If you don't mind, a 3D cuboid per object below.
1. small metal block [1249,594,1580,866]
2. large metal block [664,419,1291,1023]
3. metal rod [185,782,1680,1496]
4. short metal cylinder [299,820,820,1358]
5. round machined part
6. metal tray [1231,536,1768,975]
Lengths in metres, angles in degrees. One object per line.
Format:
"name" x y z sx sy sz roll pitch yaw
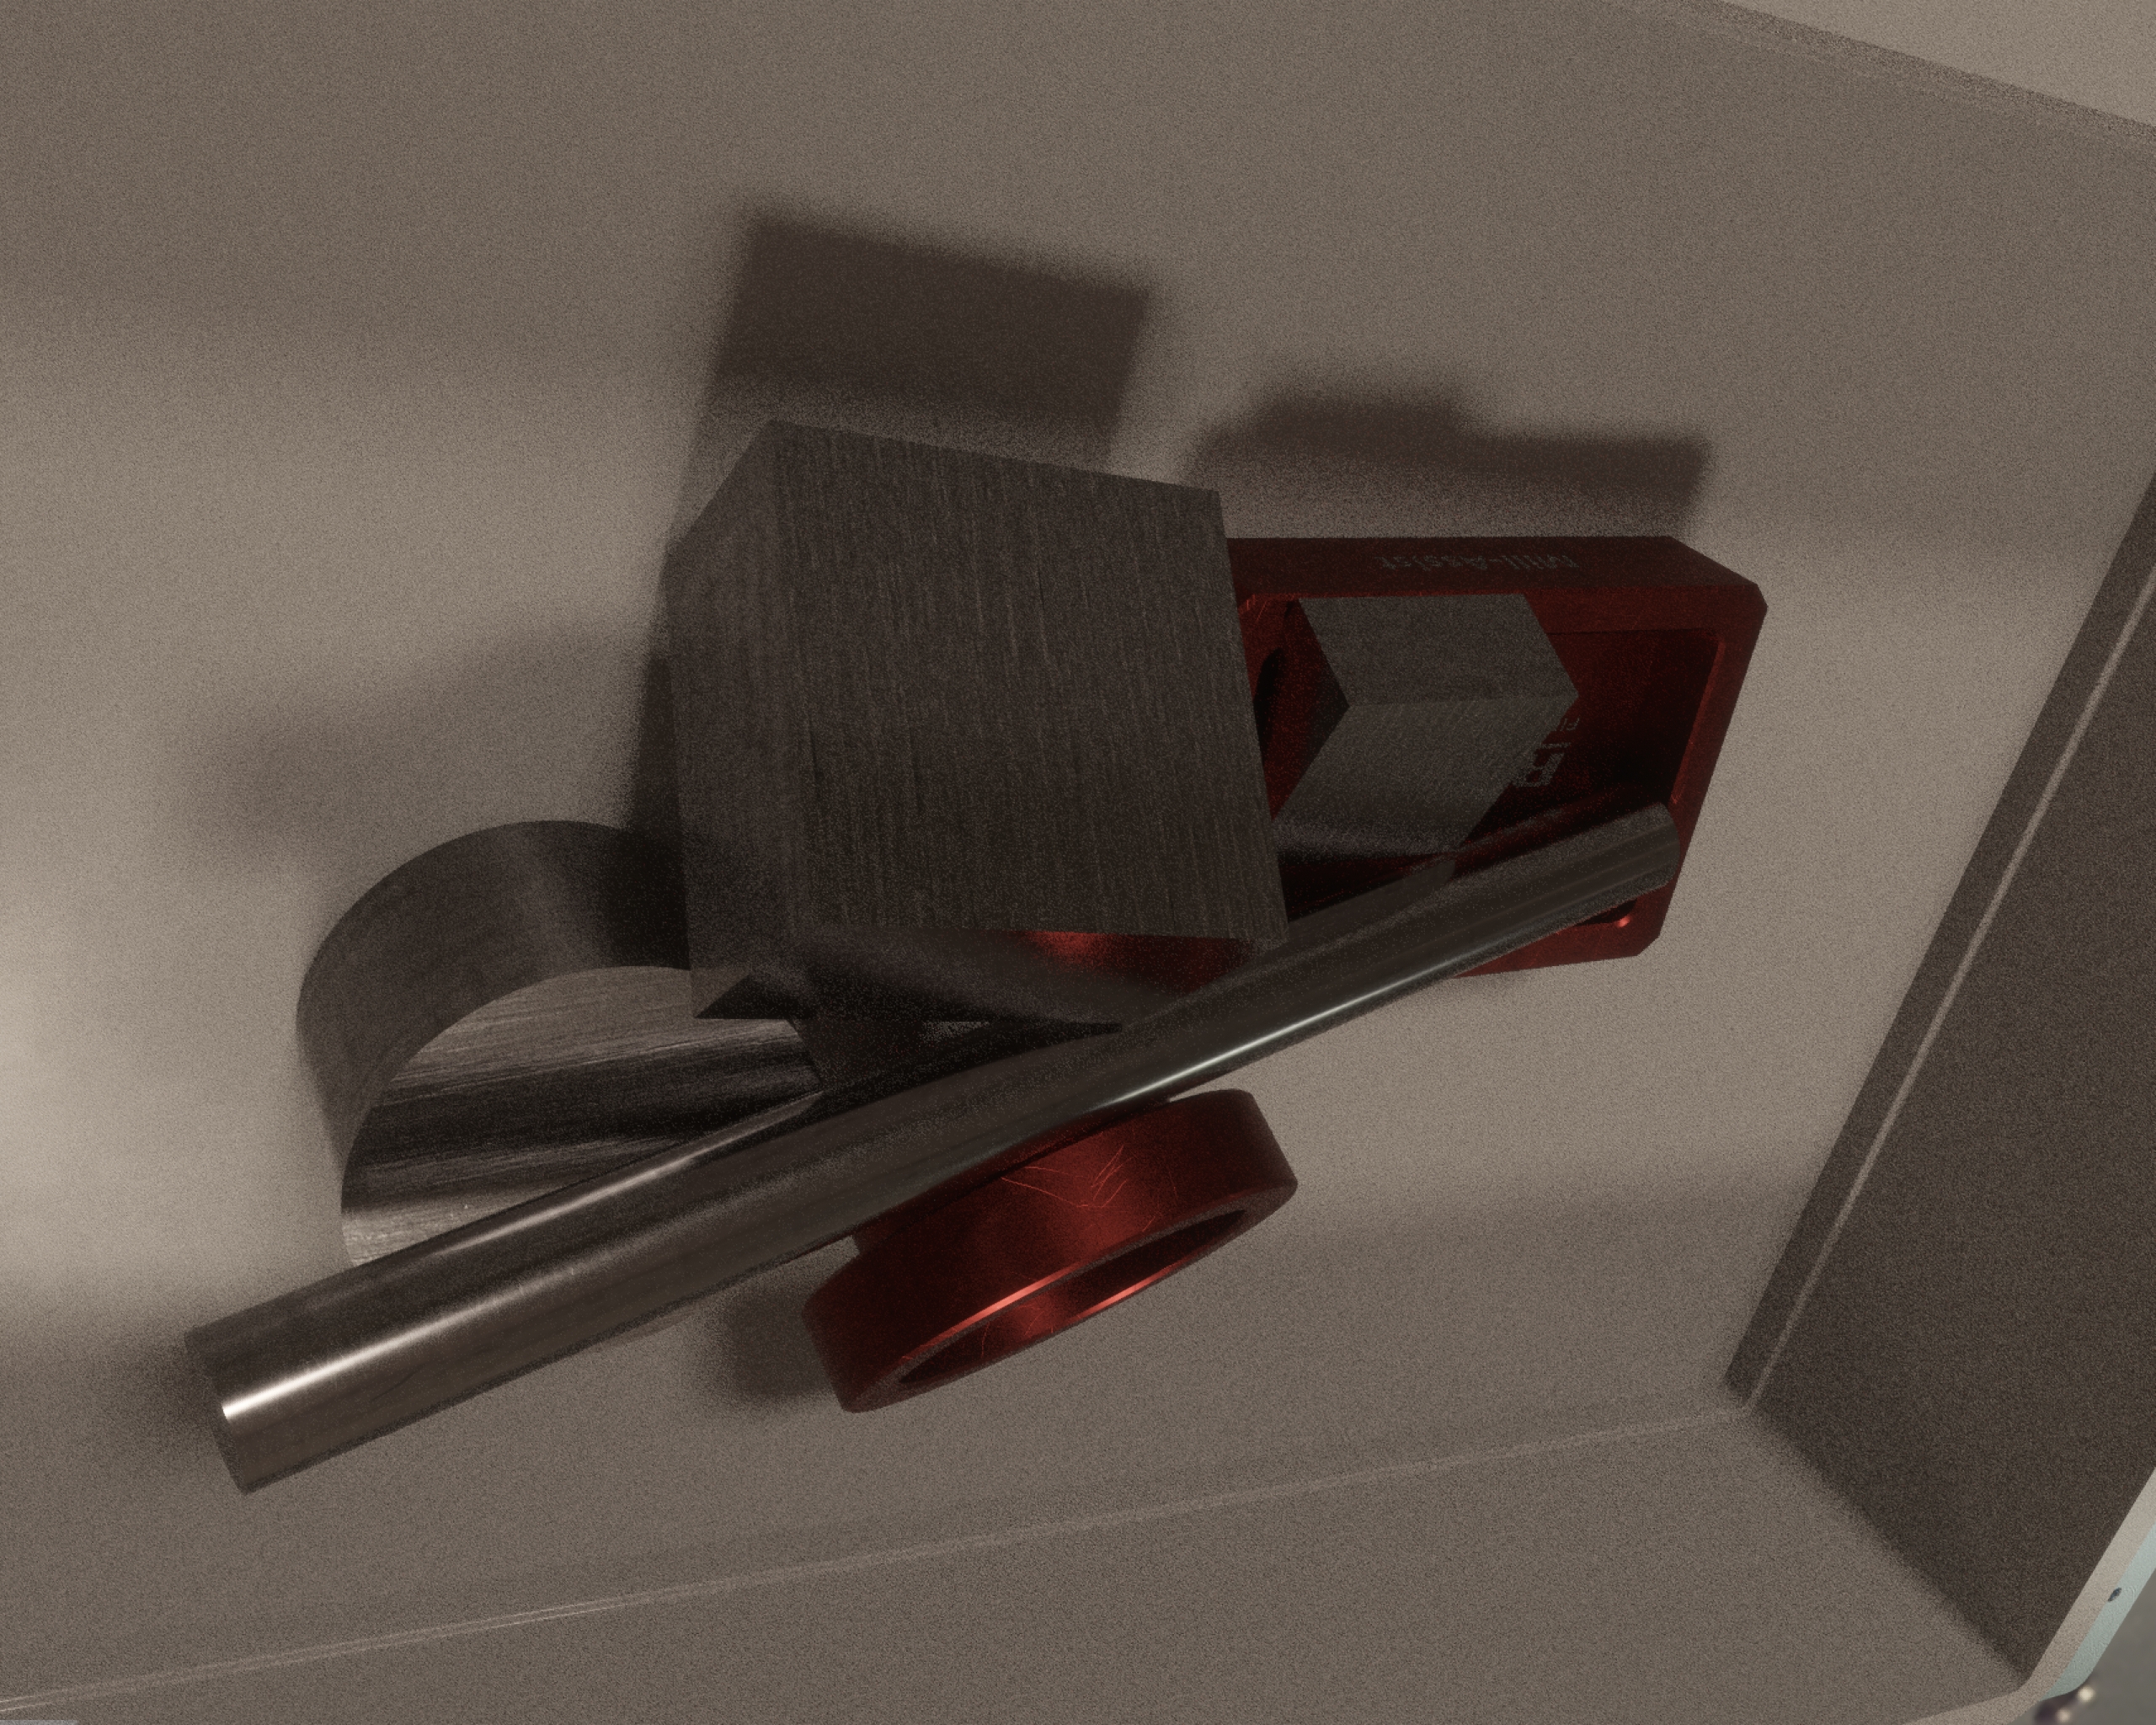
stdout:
"small metal block" 0.058 -0.025 0.397 0.050 0.025 0.050 -5 147 -26
"large metal block" -0.018 -0.019 0.341 0.081 0.080 0.050 3 159 -29
"metal rod" -0.001 0.037 0.377 0.302 0.025 0.025 -19 127 -31
"short metal cylinder" -0.091 0.039 0.365 0.081 0.050 0.079 -14 125 -21
"round machined part" -0.010 0.068 0.413 0.099 0.042 0.098 -25 164 -8
"metal tray" 0.073 -0.020 0.432 0.131 0.030 0.089 -5 121 -27
